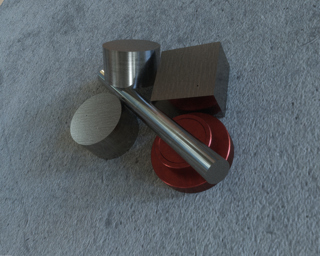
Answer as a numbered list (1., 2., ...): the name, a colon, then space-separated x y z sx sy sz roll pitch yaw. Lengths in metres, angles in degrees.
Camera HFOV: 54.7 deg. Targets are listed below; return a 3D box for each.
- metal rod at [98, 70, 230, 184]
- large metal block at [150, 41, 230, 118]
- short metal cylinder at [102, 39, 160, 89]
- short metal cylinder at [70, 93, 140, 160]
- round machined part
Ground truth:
1. metal rod: -0.019 -0.023 0.386 0.025 0.025 0.300 -45 38 -3
2. large metal block: 0.042 -0.058 0.401 0.080 0.050 0.080 -3 60 26
3. short metal cylinder: -0.040 -0.094 0.444 0.081 0.050 0.080 1 27 0
4. short metal cylinder: -0.076 -0.002 0.431 0.080 0.050 0.080 -13 56 21
5. round machined part: 0.033 0.023 0.362 0.098 0.042 0.098 -13 56 21
